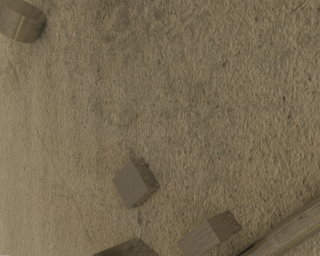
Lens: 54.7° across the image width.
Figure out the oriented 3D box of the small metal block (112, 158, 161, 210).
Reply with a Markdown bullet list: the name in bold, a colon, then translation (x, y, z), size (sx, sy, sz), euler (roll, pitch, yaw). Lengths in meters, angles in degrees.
- **small metal block**: translation (-0.034, 0.077, 0.433), size (0.050, 0.025, 0.050), euler (-48, 62, 29)

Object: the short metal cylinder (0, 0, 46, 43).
- **short metal cylinder**: translation (-0.266, -0.205, 0.589), size (0.080, 0.081, 0.050), euler (50, 120, 28)

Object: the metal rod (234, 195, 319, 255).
- **metal rod**: translation (0.109, 0.123, 0.314), size (0.298, 0.025, 0.025), euler (-50, 61, 28)

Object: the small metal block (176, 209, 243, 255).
- **small metal block**: translation (0.055, 0.119, 0.343), size (0.050, 0.050, 0.025), euler (-47, 62, 30)

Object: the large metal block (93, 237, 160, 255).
- **large metal block**: translation (-0.051, 0.204, 0.412), size (0.050, 0.081, 0.079), euler (27, 107, 36)
